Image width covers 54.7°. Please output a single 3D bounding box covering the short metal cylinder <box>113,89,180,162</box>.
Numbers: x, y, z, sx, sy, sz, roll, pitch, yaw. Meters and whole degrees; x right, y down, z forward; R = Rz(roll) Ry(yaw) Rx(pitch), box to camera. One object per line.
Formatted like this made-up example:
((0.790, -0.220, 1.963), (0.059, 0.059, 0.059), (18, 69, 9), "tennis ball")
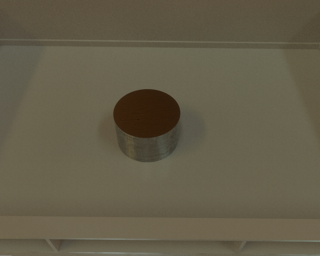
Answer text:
((-0.016, -0.004, 0.392), (0.081, 0.050, 0.080), (0, 50, 0), "short metal cylinder")
